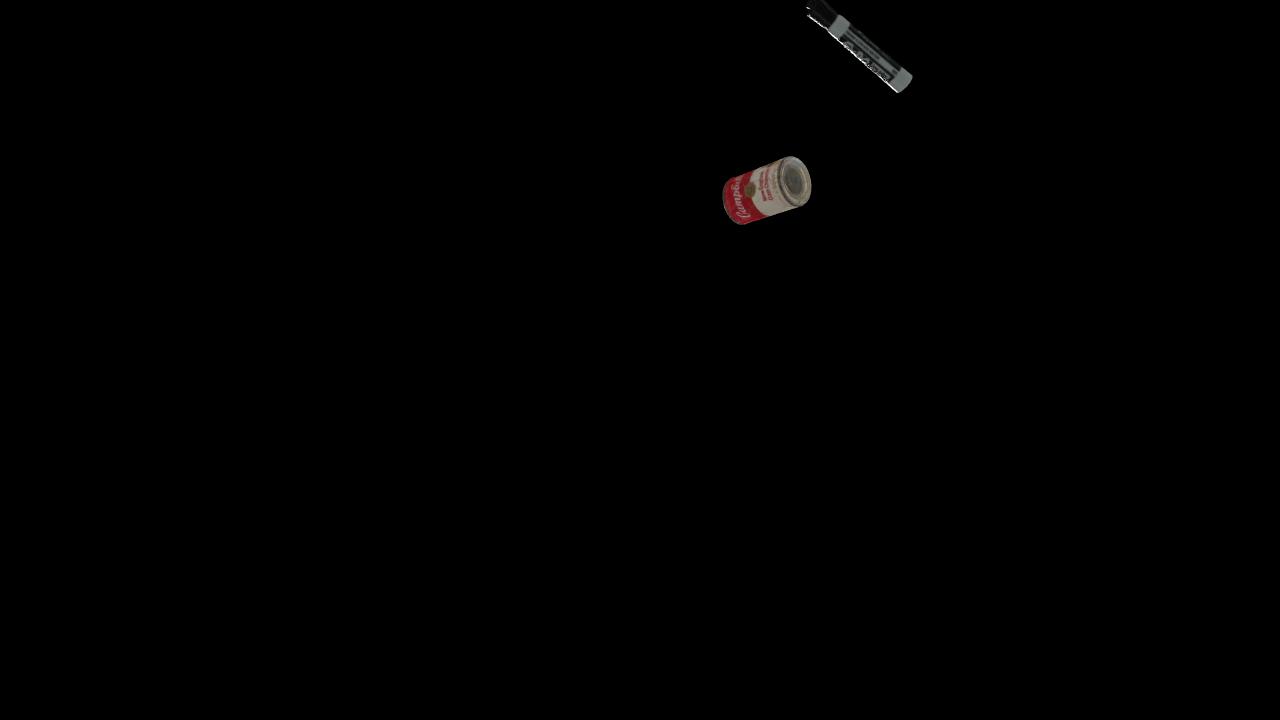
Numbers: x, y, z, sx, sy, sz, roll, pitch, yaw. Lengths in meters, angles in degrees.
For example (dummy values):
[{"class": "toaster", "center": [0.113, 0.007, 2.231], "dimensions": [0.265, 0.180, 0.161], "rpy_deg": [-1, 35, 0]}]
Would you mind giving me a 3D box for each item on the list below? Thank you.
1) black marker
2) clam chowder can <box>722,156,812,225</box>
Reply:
[{"class": "black marker", "center": [0.202, -0.292, 0.569], "dimensions": [0.121, 0.020, 0.020], "rpy_deg": [32, -8, -14]}, {"class": "clam chowder can", "center": [0.172, -0.228, 0.835], "dimensions": [0.068, 0.068, 0.102], "rpy_deg": [0, -4, -39]}]
